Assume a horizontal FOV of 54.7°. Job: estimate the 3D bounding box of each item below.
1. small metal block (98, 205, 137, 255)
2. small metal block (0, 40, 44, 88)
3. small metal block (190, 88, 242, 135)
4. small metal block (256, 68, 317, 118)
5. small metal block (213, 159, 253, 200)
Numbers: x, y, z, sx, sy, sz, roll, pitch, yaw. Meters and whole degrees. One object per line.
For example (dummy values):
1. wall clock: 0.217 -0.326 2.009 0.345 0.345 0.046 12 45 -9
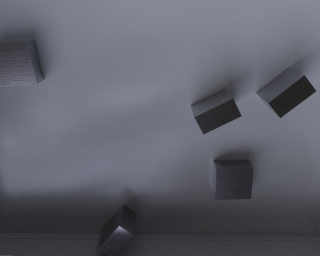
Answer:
1. small metal block: -0.061 0.150 0.452 0.025 0.050 0.050 38 106 -13
2. small metal block: -0.177 -0.079 0.381 0.050 0.025 0.050 -6 110 2
3. small metal block: 0.069 -0.022 0.390 0.050 0.050 0.025 -27 108 9
4. small metal block: 0.154 -0.044 0.383 0.050 0.050 0.025 -40 106 13
5. small metal block: 0.102 0.073 0.439 0.050 0.025 0.050 -2 110 0
